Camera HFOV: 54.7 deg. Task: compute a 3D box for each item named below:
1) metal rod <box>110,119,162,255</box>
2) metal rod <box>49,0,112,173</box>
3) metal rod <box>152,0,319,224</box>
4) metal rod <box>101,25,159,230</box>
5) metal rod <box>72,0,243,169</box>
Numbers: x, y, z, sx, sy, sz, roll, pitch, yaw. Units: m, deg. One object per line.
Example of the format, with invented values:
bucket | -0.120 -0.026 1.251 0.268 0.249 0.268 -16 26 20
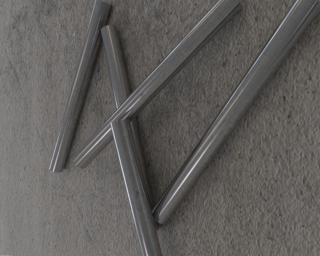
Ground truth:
metal rod | -0.016 0.136 0.390 0.025 0.025 0.298 -14 90 39
metal rod | -0.137 -0.060 0.518 0.025 0.025 0.298 32 110 35
metal rod | 0.070 -0.002 0.347 0.025 0.025 0.298 46 117 30
metal rod | -0.045 -0.006 0.442 0.025 0.025 0.299 -21 77 38
metal rod | -0.018 -0.046 0.395 0.299 0.025 0.025 -44 64 23
